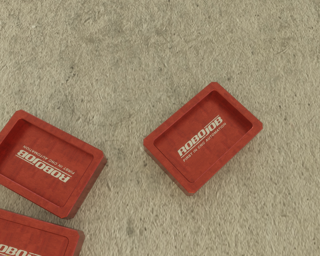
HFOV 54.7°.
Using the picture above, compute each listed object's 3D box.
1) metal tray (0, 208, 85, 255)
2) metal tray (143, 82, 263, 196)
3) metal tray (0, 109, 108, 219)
[{"bbox_3d":[-0.163,0.146,0.350,0.131,0.030,0.090,14,71,5],"label":"metal tray"},{"bbox_3d":[0.055,0.012,0.401,0.130,0.030,0.090,-40,75,-14],"label":"metal tray"},{"bbox_3d":[-0.145,0.044,0.388,0.130,0.030,0.090,26,72,9],"label":"metal tray"}]
